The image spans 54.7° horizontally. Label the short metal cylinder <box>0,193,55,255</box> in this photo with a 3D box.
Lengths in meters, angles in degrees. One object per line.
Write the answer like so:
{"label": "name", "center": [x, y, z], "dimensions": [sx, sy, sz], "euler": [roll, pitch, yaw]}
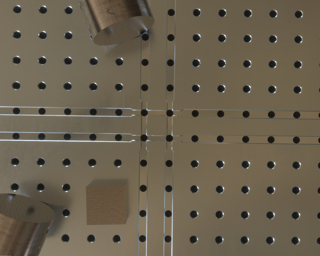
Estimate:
{"label": "short metal cylinder", "center": [-0.179, 0.121, 0.384], "dimensions": [0.080, 0.080, 0.050], "euler": [22, 90, 0]}

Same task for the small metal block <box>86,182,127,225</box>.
{"label": "small metal block", "center": [-0.070, 0.100, 0.413], "dimensions": [0.050, 0.025, 0.050], "euler": [-1, 90, 0]}

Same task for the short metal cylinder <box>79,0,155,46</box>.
{"label": "short metal cylinder", "center": [-0.053, -0.143, 0.385], "dimensions": [0.080, 0.080, 0.050], "euler": [-21, 90, 0]}
